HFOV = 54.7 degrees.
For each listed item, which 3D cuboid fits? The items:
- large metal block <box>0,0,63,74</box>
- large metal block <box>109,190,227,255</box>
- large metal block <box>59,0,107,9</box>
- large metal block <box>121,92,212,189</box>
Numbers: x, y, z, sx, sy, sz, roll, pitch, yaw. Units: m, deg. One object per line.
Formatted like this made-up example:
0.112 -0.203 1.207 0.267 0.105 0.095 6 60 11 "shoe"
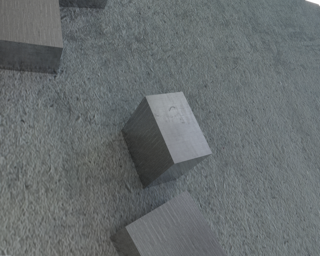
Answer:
-0.164 -0.115 0.369 0.081 0.050 0.080 1 61 -28 "large metal block"
0.009 0.123 0.317 0.081 0.050 0.080 -22 74 -36 "large metal block"
-0.126 -0.227 0.458 0.081 0.050 0.080 -12 68 -33 "large metal block"
0.003 0.015 0.361 0.050 0.080 0.080 -11 67 -33 "large metal block"
